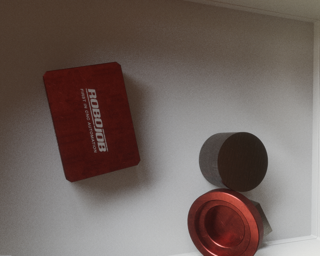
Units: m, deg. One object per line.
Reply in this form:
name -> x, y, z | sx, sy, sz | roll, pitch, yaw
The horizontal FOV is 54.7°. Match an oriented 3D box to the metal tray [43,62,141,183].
metal tray -> -0.082, -0.009, 0.378 | 0.091, 0.030, 0.129 | -13, 95, -20

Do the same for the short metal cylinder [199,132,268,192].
short metal cylinder -> 0.102, 0.046, 0.435 | 0.081, 0.050, 0.080 | 1, 88, -21

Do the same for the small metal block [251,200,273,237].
small metal block -> 0.132, 0.143, 0.461 | 0.050, 0.025, 0.050 | -30, 100, -18

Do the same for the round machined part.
round machined part -> 0.090, 0.129, 0.417 | 0.042, 0.098, 0.097 | -6, 93, -57
